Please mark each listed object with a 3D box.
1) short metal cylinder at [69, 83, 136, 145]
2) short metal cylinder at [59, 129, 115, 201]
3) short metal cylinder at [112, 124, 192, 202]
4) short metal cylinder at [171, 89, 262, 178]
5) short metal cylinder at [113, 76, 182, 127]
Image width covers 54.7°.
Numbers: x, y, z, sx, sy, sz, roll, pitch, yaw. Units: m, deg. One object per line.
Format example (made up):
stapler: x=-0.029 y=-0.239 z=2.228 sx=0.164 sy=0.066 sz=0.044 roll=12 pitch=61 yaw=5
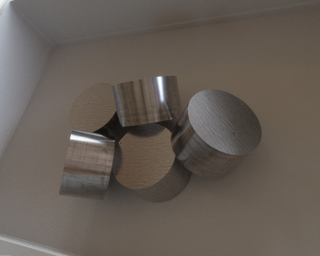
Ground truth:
short metal cylinder: x=-0.079 y=-0.016 z=0.436 sx=0.080 sy=0.050 sz=0.080 roll=-13 pitch=56 yaw=20
short metal cylinder: x=-0.089 y=0.045 z=0.377 sx=0.050 sy=0.080 sz=0.080 roll=11 pitch=59 yaw=-14
short metal cylinder: x=-0.009 y=0.041 z=0.366 sx=0.080 sy=0.050 sz=0.080 roll=-13 pitch=56 yaw=20
short metal cylinder: x=0.058 y=0.006 z=0.327 sx=0.081 sy=0.050 sz=0.080 roll=11 pitch=52 yaw=-14
short metal cylinder: x=-0.015 y=-0.033 z=0.385 sx=0.080 sy=0.080 sz=0.050 roll=-8 pitch=94 yaw=24
